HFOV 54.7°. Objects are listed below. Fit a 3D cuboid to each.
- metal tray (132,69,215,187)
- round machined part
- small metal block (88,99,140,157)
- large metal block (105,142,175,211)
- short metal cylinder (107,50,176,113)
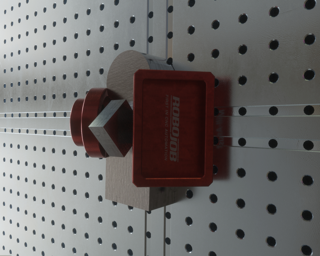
[{"bbox_3d":[0.014,0.001,0.357,0.030,0.091,0.129,-174,85,-83],"label":"metal tray"},{"bbox_3d":[-0.093,-0.007,0.433,0.042,0.098,0.097,1,91,7],"label":"round machined part"},{"bbox_3d":[-0.052,0.000,0.381,0.025,0.050,0.050,0,132,37],"label":"small metal block"},{"bbox_3d":[-0.027,0.058,0.415,0.080,0.050,0.079,3,92,40],"label":"large metal block"},{"bbox_3d":[-0.025,-0.059,0.413,0.080,0.050,0.080,0,90,40],"label":"short metal cylinder"}]
